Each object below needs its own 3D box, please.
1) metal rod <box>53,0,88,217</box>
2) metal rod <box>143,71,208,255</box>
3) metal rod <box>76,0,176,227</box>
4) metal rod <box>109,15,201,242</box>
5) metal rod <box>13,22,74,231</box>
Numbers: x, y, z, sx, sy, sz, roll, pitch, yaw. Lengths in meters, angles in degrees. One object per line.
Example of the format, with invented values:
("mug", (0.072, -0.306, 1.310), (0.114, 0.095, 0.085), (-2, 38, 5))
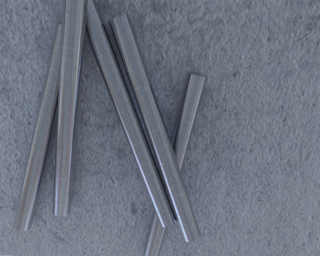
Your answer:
("metal rod", (-0.116, -0.011, 0.390), (0.025, 0.025, 0.298), (10, 115, -4))
("metal rod", (0.016, 0.070, 0.435), (0.025, 0.025, 0.298), (11, 110, -5))
("metal rod", (-0.037, -0.007, 0.391), (0.025, 0.025, 0.298), (-18, 104, 6))
("metal rod", (-0.002, 0.010, 0.393), (0.025, 0.025, 0.298), (-17, 102, 6))
("metal rod", (-0.156, 0.012, 0.411), (0.025, 0.025, 0.298), (18, 109, -7))
